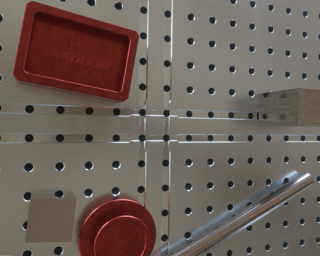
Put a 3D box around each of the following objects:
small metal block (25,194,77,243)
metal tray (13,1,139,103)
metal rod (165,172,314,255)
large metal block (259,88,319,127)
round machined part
[{"bbox_3d":[-0.129,0.106,0.366,0.050,0.025,0.050,7,88,-20],"label":"small metal block"},{"bbox_3d":[-0.098,-0.087,0.374,0.131,0.030,0.089,10,87,-20],"label":"metal tray"},{"bbox_3d":[0.110,0.142,0.455,0.302,0.025,0.025,-24,98,-19],"label":"metal rod"},{"bbox_3d":[0.207,-0.028,0.462,0.081,0.080,0.050,1,90,-20],"label":"large metal block"},{"bbox_3d":[-0.051,0.138,0.386,0.099,0.042,0.097,0,90,-21],"label":"round machined part"}]
